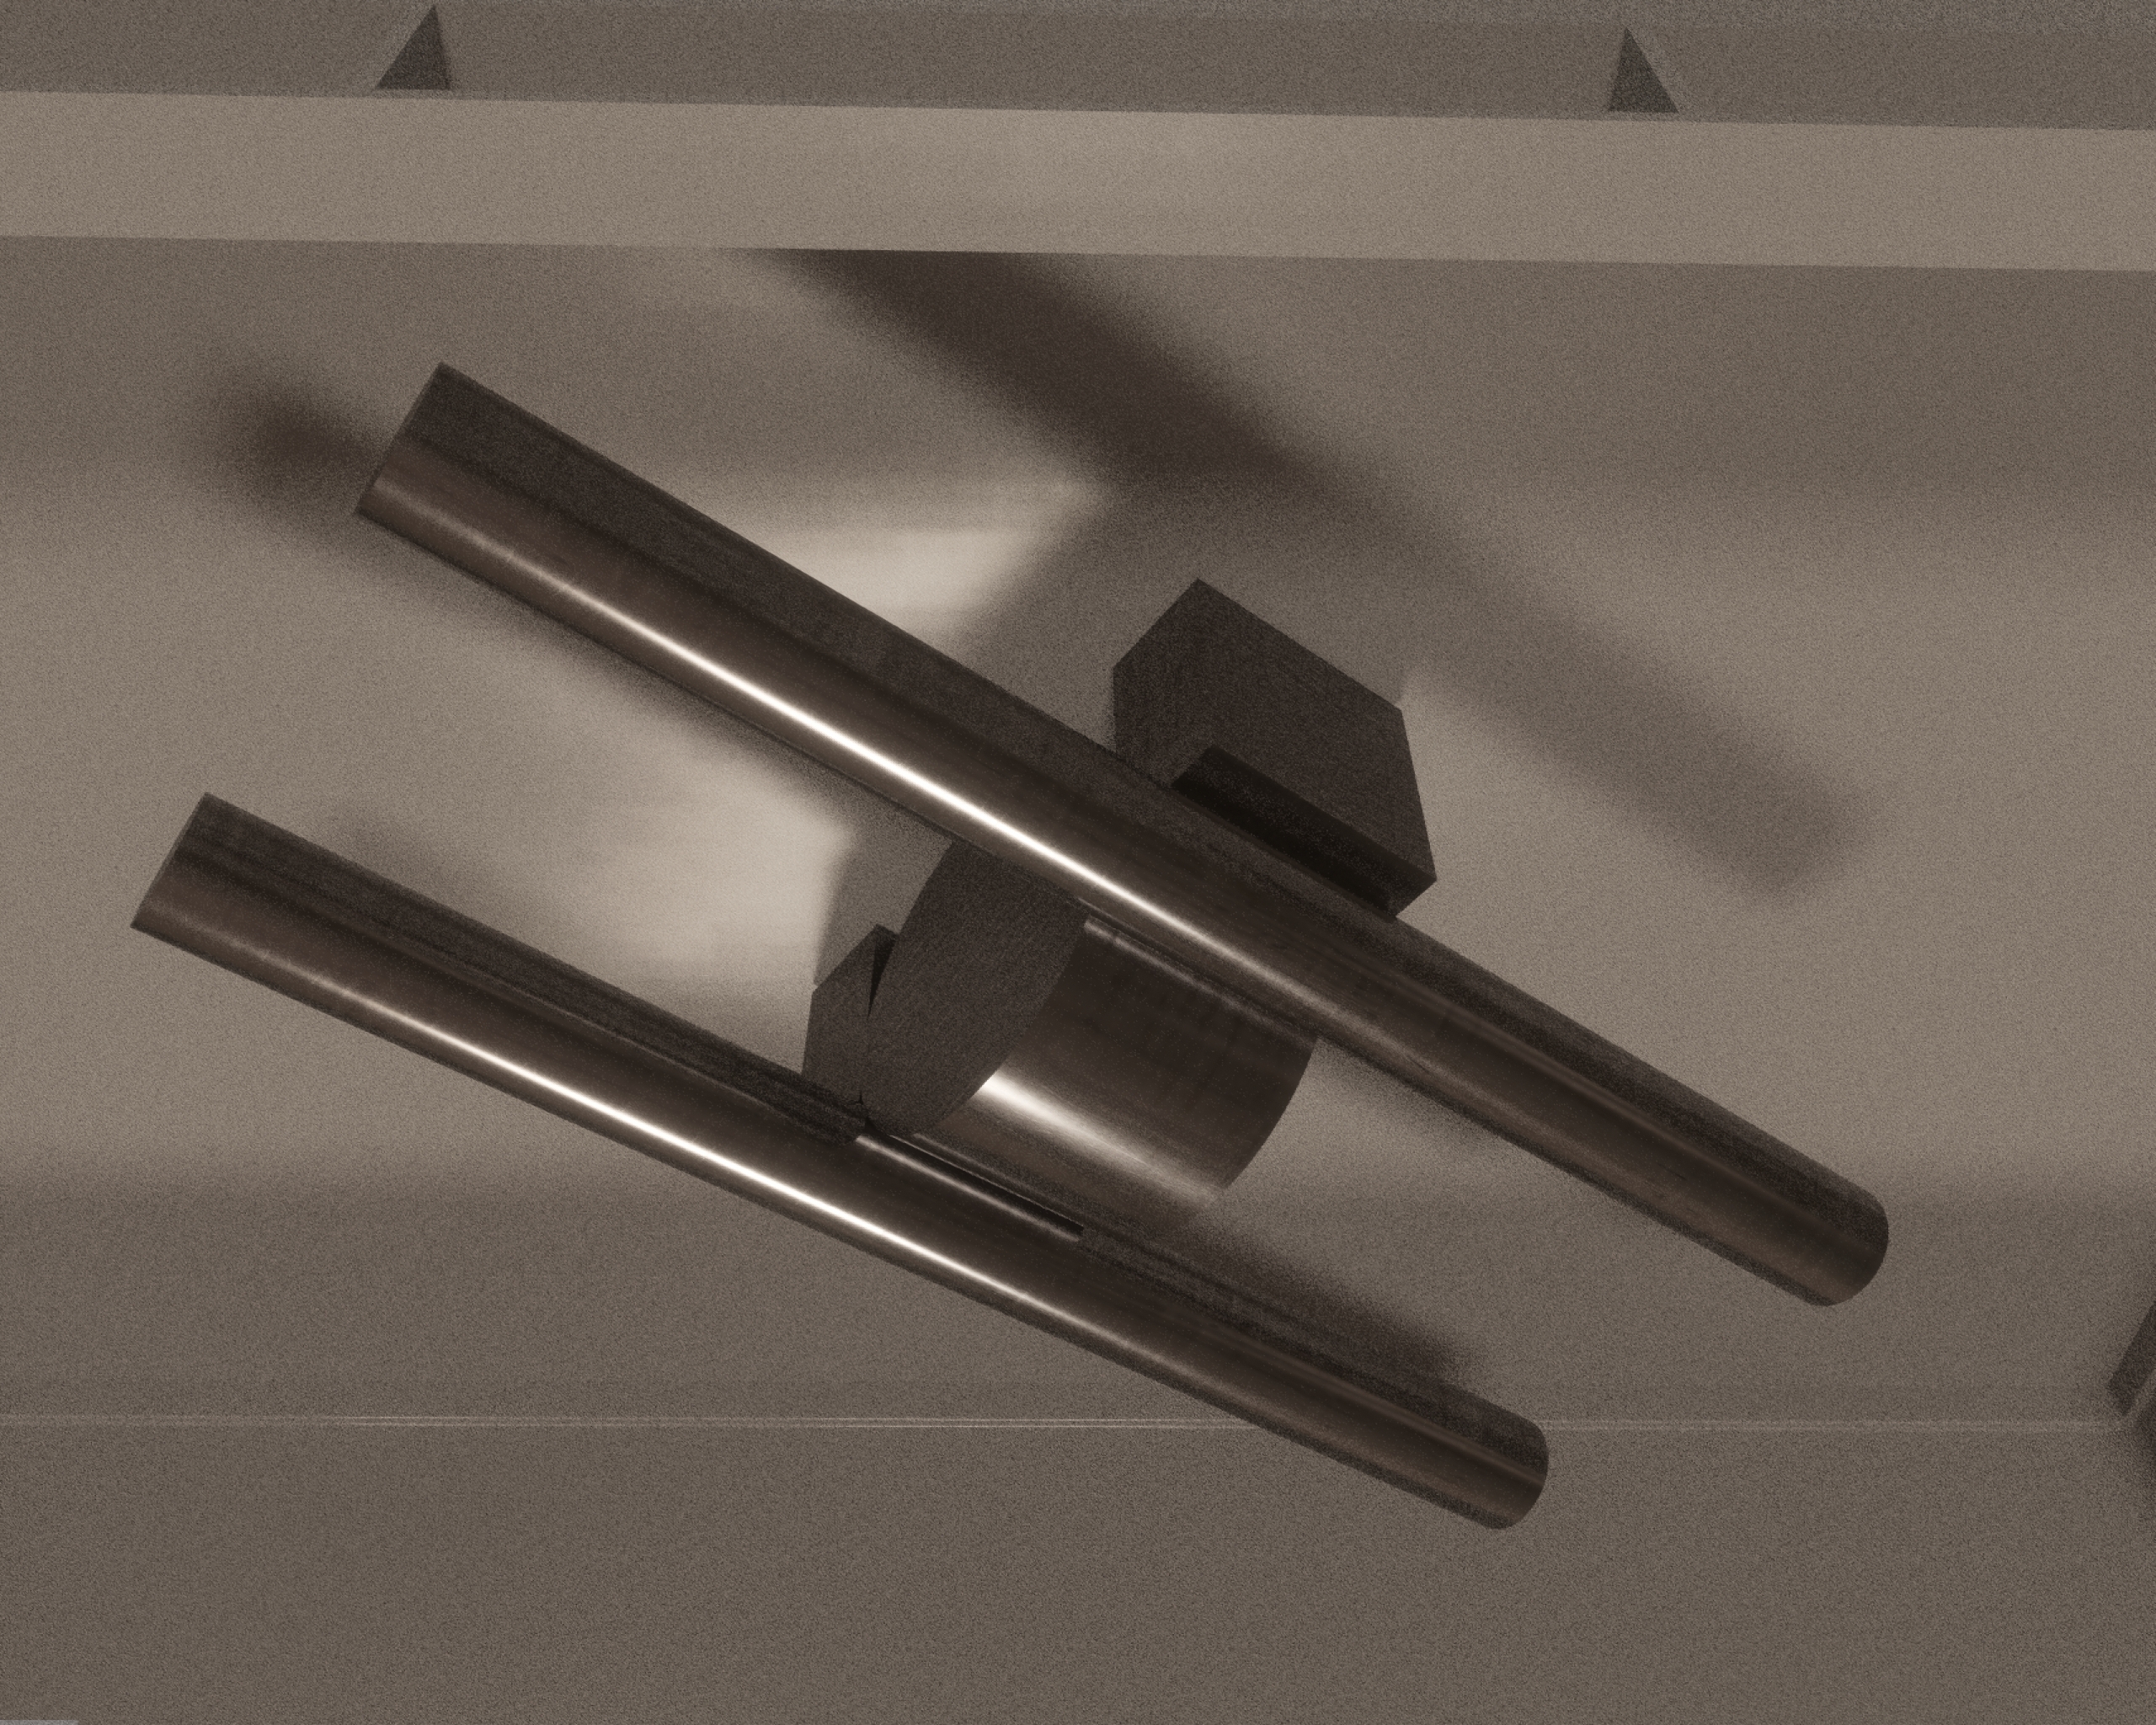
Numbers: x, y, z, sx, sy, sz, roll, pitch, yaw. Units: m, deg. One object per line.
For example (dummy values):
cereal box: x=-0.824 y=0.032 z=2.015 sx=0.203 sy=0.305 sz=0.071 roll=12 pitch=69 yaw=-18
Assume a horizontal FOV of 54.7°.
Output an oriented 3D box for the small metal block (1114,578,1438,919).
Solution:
small metal block: x=0.034 y=-0.017 z=0.376 sx=0.050 sy=0.050 sz=0.025 roll=30 pitch=124 yaw=-23

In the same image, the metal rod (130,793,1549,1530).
metal rod: x=-0.027 y=0.067 z=0.400 sx=0.301 sy=0.025 sz=0.025 roll=29 pitch=124 yaw=-23

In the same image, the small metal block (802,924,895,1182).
small metal block: x=-0.029 y=0.048 z=0.431 sx=0.050 sy=0.050 sz=0.025 roll=30 pitch=124 yaw=-23

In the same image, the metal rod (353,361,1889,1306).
metal rod: x=0.027 y=0.008 z=0.349 sx=0.301 sy=0.025 sz=0.025 roll=29 pitch=124 yaw=-23

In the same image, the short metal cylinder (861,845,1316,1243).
short metal cylinder: x=0.002 y=0.025 z=0.392 sx=0.050 sy=0.080 sz=0.080 roll=30 pitch=124 yaw=-23
